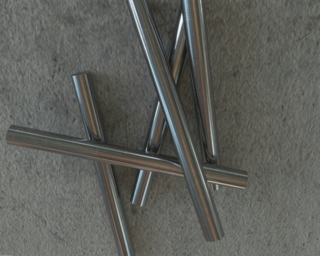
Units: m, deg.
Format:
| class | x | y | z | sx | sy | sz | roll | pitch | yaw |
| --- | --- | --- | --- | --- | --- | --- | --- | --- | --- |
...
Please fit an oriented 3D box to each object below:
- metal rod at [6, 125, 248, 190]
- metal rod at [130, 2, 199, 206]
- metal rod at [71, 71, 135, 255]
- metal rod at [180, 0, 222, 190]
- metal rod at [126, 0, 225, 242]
| class | x | y | z | sx | sy | sz | roll | pitch | yaw |
| --- | --- | --- | --- | --- | --- | --- | --- | --- | --- |
| metal rod | -0.038 | 0.038 | 0.394 | 0.302 | 0.025 | 0.025 | 12 | 110 | -4 |
| metal rod | 0.006 | -0.030 | 0.398 | 0.025 | 0.025 | 0.298 | 13 | 109 | -5 |
| metal rod | -0.074 | 0.070 | 0.434 | 0.025 | 0.025 | 0.298 | -9 | 110 | 3 |
| metal rod | 0.051 | -0.050 | 0.374 | 0.025 | 0.025 | 0.298 | -10 | 117 | 3 |
| metal rod | 0.020 | -0.008 | 0.368 | 0.025 | 0.025 | 0.298 | -18 | 95 | 6 |
